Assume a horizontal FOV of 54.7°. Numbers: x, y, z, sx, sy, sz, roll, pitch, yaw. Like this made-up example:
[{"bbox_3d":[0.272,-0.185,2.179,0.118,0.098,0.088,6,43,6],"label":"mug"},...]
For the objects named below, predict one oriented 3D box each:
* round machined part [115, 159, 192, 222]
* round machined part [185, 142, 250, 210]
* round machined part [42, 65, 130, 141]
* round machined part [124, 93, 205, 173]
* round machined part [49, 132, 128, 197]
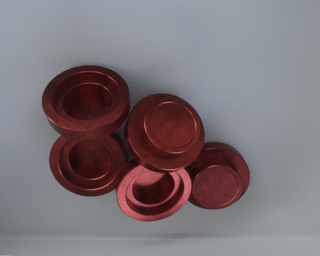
[{"bbox_3d":[-0.011,0.074,0.415,0.099,0.042,0.097,-6,117,-12],"label":"round machined part"},{"bbox_3d":[0.076,0.072,0.428,0.099,0.042,0.097,0,110,-1],"label":"round machined part"},{"bbox_3d":[-0.085,-0.026,0.371,0.099,0.098,0.042,3,146,-2],"label":"round machined part"},{"bbox_3d":[0.009,0.002,0.372,0.099,0.042,0.098,6,70,-16],"label":"round machined part"},{"bbox_3d":[-0.091,0.039,0.413,0.099,0.042,0.097,0,110,-1],"label":"round machined part"}]
